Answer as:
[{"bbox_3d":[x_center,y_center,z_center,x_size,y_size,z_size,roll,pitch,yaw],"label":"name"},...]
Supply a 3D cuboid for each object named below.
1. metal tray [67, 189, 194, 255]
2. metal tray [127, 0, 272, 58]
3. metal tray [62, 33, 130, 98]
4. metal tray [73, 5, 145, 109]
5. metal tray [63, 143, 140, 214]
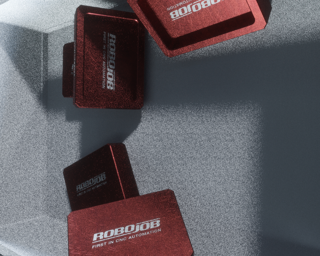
[{"bbox_3d":[-0.036,0.128,0.357,0.090,0.131,0.030,-110,12,-45],"label":"metal tray"},{"bbox_3d":[0.040,-0.133,0.332,0.130,0.090,0.030,-8,46,40],"label":"metal tray"},{"bbox_3d":[-0.104,-0.094,0.490,0.130,0.030,0.089,2,91,40],"label":"metal tray"},{"bbox_3d":[-0.069,-0.091,0.419,0.030,0.091,0.129,-176,87,-69],"label":"metal tray"},{"bbox_3d":[-0.096,0.086,0.483,0.130,0.030,0.090,-28,72,36],"label":"metal tray"}]
